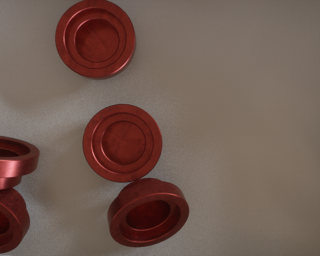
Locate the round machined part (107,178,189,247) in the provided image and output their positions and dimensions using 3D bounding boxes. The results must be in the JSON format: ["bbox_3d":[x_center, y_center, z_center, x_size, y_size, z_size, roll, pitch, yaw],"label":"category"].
[{"bbox_3d":[-0.017,0.101,0.387,0.099,0.042,0.097,-10,128,-13],"label":"round machined part"}]

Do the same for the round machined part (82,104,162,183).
[{"bbox_3d":[-0.046,0.019,0.402,0.099,0.042,0.097,0,90,-1],"label":"round machined part"}]

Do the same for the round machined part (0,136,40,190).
[{"bbox_3d":[-0.201,0.042,0.373,0.099,0.098,0.042,14,99,-1],"label":"round machined part"}]

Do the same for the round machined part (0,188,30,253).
[{"bbox_3d":[-0.210,0.106,0.387,0.099,0.042,0.097,2,117,5],"label":"round machined part"}]

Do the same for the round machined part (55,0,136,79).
[{"bbox_3d":[-0.080,-0.111,0.402,0.099,0.042,0.097,0,90,-1],"label":"round machined part"}]
